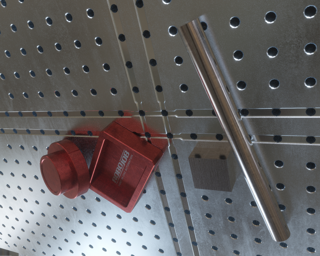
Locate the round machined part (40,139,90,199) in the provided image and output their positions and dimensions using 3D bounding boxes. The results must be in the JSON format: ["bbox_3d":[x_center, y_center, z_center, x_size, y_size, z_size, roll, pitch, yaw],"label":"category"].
[{"bbox_3d":[-0.160,0.071,0.505,0.098,0.042,0.097,19,118,41],"label":"round machined part"}]

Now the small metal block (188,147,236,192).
[{"bbox_3d":[0.069,0.054,0.407,0.050,0.025,0.050,0,119,27],"label":"small metal block"}]

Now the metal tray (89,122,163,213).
[{"bbox_3d":[-0.060,0.064,0.477,0.090,0.030,0.129,31,128,7],"label":"metal tray"}]

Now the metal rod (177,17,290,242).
[{"bbox_3d":[0.095,0.016,0.370,0.025,0.025,0.299,-16,111,34],"label":"metal rod"}]
